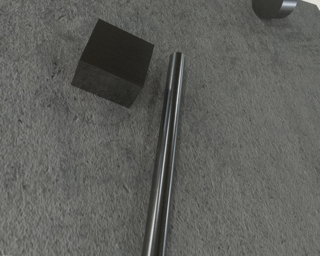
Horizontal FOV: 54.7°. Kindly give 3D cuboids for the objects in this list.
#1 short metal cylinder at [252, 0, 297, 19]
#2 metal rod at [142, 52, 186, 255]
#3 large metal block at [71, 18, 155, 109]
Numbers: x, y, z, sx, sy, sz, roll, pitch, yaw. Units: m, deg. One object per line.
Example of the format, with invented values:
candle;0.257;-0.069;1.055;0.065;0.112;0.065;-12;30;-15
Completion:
short metal cylinder;0.251;-0.282;0.679;0.050;0.080;0.080;-13;69;-34
metal rod;0.010;0.013;0.403;0.025;0.025;0.300;20;54;-17
large metal block;-0.060;-0.084;0.408;0.080;0.050;0.080;22;53;-15
